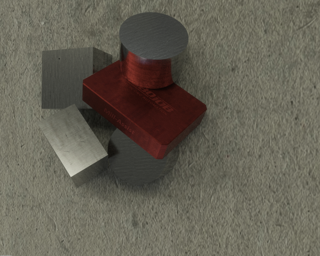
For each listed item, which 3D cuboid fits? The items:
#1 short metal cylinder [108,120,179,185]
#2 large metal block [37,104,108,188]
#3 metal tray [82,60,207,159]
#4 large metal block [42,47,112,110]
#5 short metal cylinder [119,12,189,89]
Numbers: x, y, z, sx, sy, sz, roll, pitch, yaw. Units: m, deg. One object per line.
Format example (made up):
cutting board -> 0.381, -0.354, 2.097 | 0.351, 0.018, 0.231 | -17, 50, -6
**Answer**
short metal cylinder -> -0.020, 0.030, 0.405 | 0.080, 0.050, 0.080 | 0, 90, 20
large metal block -> -0.113, 0.027, 0.413 | 0.050, 0.080, 0.080 | -32, 78, -19
metal tray -> -0.020, -0.032, 0.384 | 0.130, 0.091, 0.030 | 37, 142, 16
large metal block -> -0.116, -0.066, 0.436 | 0.080, 0.050, 0.080 | 1, 90, 20
short metal cylinder -> -0.009, -0.095, 0.379 | 0.081, 0.050, 0.080 | 3, 57, -5
